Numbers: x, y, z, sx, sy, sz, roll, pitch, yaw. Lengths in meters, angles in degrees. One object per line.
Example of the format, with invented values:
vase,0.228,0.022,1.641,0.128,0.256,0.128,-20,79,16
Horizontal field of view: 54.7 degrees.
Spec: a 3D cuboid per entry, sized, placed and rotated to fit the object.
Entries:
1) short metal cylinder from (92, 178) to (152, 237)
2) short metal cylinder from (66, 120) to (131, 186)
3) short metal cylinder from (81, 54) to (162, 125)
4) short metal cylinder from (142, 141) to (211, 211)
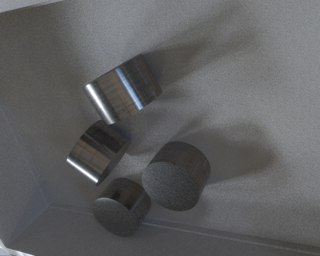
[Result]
short metal cylinder,-0.061,0.128,0.502,0.080,0.050,0.079,13,124,20
short metal cylinder,-0.085,0.035,0.438,0.050,0.080,0.079,35,129,4
short metal cylinder,-0.044,-0.046,0.366,0.080,0.080,0.050,-20,108,35
short metal cylinder,0.023,0.065,0.420,0.080,0.050,0.079,13,124,20
